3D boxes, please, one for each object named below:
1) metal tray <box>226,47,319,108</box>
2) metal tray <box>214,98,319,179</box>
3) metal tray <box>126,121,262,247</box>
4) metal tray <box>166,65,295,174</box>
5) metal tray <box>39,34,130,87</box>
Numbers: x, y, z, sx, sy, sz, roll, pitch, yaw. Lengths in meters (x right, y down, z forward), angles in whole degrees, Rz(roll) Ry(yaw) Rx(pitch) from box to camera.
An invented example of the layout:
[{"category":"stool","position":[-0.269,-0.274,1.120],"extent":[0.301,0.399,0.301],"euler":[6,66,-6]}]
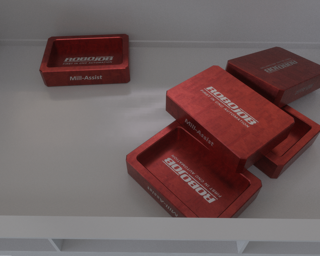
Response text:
[{"category":"metal tray","position":[0.166,-0.076,0.441],"extent":[0.131,0.030,0.090],"euler":[-22,47,-35]},{"category":"metal tray","position":[0.126,-0.006,0.407],"extent":[0.091,0.030,0.130],"euler":[-34,58,-25]},{"category":"metal tray","position":[0.035,0.056,0.354],"extent":[0.091,0.030,0.130],"euler":[-36,59,-26]},{"category":"metal tray","position":[0.080,-0.017,0.377],"extent":[0.091,0.030,0.130],"euler":[-31,57,-24]},{"category":"metal tray","position":[-0.114,-0.110,0.492],"extent":[0.131,0.030,0.090],"euler":[-3,50,-3]}]
